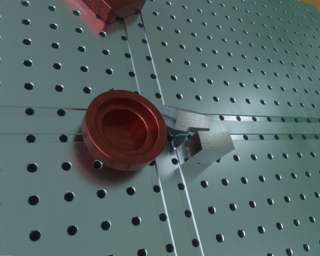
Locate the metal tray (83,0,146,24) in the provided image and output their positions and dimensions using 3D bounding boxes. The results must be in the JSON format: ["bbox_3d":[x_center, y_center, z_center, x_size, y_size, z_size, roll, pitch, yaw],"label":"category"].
[{"bbox_3d":[-0.094,-0.235,0.498,0.130,0.030,0.090,45,51,3],"label":"metal tray"}]

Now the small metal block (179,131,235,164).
[{"bbox_3d":[0.061,0.026,0.410,0.050,0.050,0.025,2,63,-28],"label":"small metal block"}]

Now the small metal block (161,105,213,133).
[{"bbox_3d":[0.034,-0.011,0.416,0.050,0.050,0.025,10,98,-23],"label":"small metal block"}]

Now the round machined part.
[{"bbox_3d":[-0.045,0.006,0.371,0.099,0.042,0.098,14,56,-21],"label":"round machined part"}]
